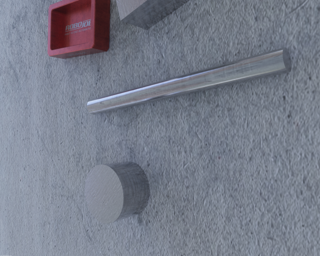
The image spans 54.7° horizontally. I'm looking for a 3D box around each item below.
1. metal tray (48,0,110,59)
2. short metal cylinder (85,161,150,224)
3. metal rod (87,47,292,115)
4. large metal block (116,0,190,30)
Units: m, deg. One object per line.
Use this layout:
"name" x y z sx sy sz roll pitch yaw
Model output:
"metal tray" -0.138 -0.168 0.515 0.130 0.030 0.089 3 92 40
"short metal cylinder" -0.061 0.089 0.439 0.080 0.050 0.079 0 90 40
"metal rod" 0.009 -0.050 0.397 0.300 0.025 0.025 -8 85 39
"large metal block" -0.014 -0.188 0.401 0.080 0.050 0.080 -22 76 38
